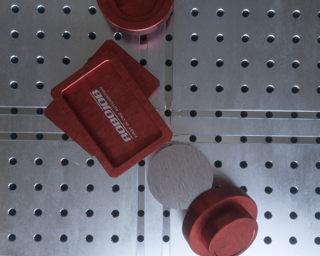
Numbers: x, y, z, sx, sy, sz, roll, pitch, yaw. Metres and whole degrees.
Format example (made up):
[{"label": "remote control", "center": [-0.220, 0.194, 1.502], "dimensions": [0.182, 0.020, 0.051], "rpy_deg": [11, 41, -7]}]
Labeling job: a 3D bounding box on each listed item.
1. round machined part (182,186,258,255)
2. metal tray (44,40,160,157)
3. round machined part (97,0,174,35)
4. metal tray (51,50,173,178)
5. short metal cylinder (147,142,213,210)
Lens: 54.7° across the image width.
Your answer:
[{"label": "round machined part", "center": [0.081, 0.124, 0.383], "dimensions": [0.099, 0.042, 0.097], "rpy_deg": [-11, 120, -19]}, {"label": "metal tray", "center": [-0.074, -0.038, 0.410], "dimensions": [0.090, 0.030, 0.130], "rpy_deg": [41, 90, -1]}, {"label": "round machined part", "center": [-0.031, -0.169, 0.404], "dimensions": [0.099, 0.042, 0.097], "rpy_deg": [0, 90, -1]}, {"label": "metal tray", "center": [-0.057, -0.017, 0.379], "dimensions": [0.090, 0.030, 0.130], "rpy_deg": [-36, 91, -1]}, {"label": "short metal cylinder", "center": [0.024, 0.059, 0.401], "dimensions": [0.081, 0.050, 0.079], "rpy_deg": [0, 90, -1]}]
